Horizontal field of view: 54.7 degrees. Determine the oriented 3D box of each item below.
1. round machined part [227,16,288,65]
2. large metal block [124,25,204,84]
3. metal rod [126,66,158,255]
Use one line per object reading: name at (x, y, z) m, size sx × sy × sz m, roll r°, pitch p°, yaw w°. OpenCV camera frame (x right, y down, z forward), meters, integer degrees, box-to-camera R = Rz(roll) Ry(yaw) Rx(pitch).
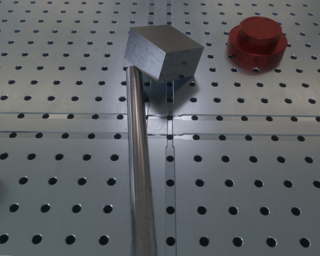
round machined part at (0.167, -0.154, 0.527) m, size 0.099 × 0.042 × 0.098 m, roll 0°, pitch 50°, yaw 0°
large metal block at (0.005, -0.116, 0.474) m, size 0.081 × 0.050 × 0.080 m, roll -20°, pitch 51°, yaw -39°
metal rod at (-0.027, 0.027, 0.384) m, size 0.025 × 0.025 × 0.300 m, roll -4°, pitch 50°, yaw -3°
